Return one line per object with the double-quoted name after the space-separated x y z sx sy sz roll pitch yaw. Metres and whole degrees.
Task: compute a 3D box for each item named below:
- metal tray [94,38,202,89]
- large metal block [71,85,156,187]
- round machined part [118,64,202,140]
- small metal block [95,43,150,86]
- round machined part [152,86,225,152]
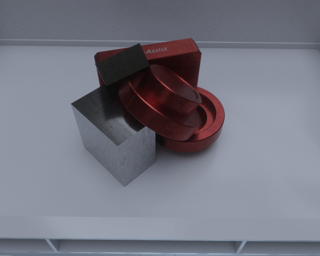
-0.015 -0.066 0.415 0.131 0.089 0.030 -12 52 -10 "metal tray"
-0.051 0.008 0.361 0.050 0.080 0.080 -37 59 -27 "large metal block"
0.007 -0.034 0.346 0.098 0.042 0.098 30 24 -15 "round machined part"
-0.043 -0.070 0.341 0.050 0.025 0.050 -27 16 -6 "small metal block"
0.031 -0.008 0.401 0.099 0.042 0.098 0 50 0 "round machined part"
